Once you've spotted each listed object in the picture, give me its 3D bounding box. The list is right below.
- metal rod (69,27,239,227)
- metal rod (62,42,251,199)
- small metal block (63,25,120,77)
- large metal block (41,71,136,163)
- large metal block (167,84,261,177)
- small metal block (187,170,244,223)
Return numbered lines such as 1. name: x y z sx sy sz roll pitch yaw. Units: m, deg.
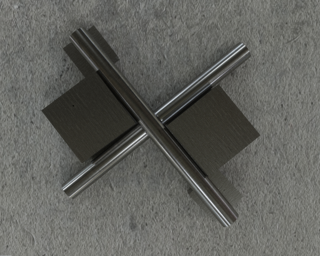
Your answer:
1. metal rod: -0.007 -0.001 0.385 0.025 0.025 0.300 -39 90 0
2. metal rod: -0.004 -0.010 0.412 0.300 0.025 0.025 -39 90 0
3. small metal block: -0.090 -0.098 0.411 0.050 0.025 0.050 -37 90 0
4. large metal block: -0.086 -0.013 0.396 0.080 0.050 0.080 -37 90 0
5. large metal block: 0.065 0.003 0.399 0.080 0.050 0.080 -39 90 0
6. small metal block: 0.073 0.087 0.412 0.050 0.025 0.050 -43 90 0
